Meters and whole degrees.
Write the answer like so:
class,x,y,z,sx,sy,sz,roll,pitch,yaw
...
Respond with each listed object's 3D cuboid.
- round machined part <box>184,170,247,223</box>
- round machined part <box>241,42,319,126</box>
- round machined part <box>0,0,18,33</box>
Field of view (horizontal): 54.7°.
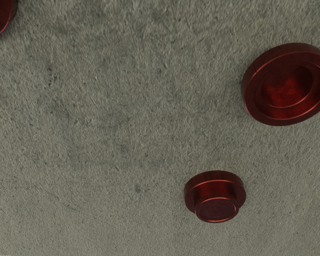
class,x,y,z,sx,sy,sz,roll,pitch,yaw
round machined part,0.089,0.116,0.495,0.099,0.042,0.097,0,130,0
round machined part,0.141,-0.052,0.353,0.099,0.042,0.097,0,130,0
round machined part,-0.190,-0.126,0.287,0.099,0.042,0.097,0,130,0
